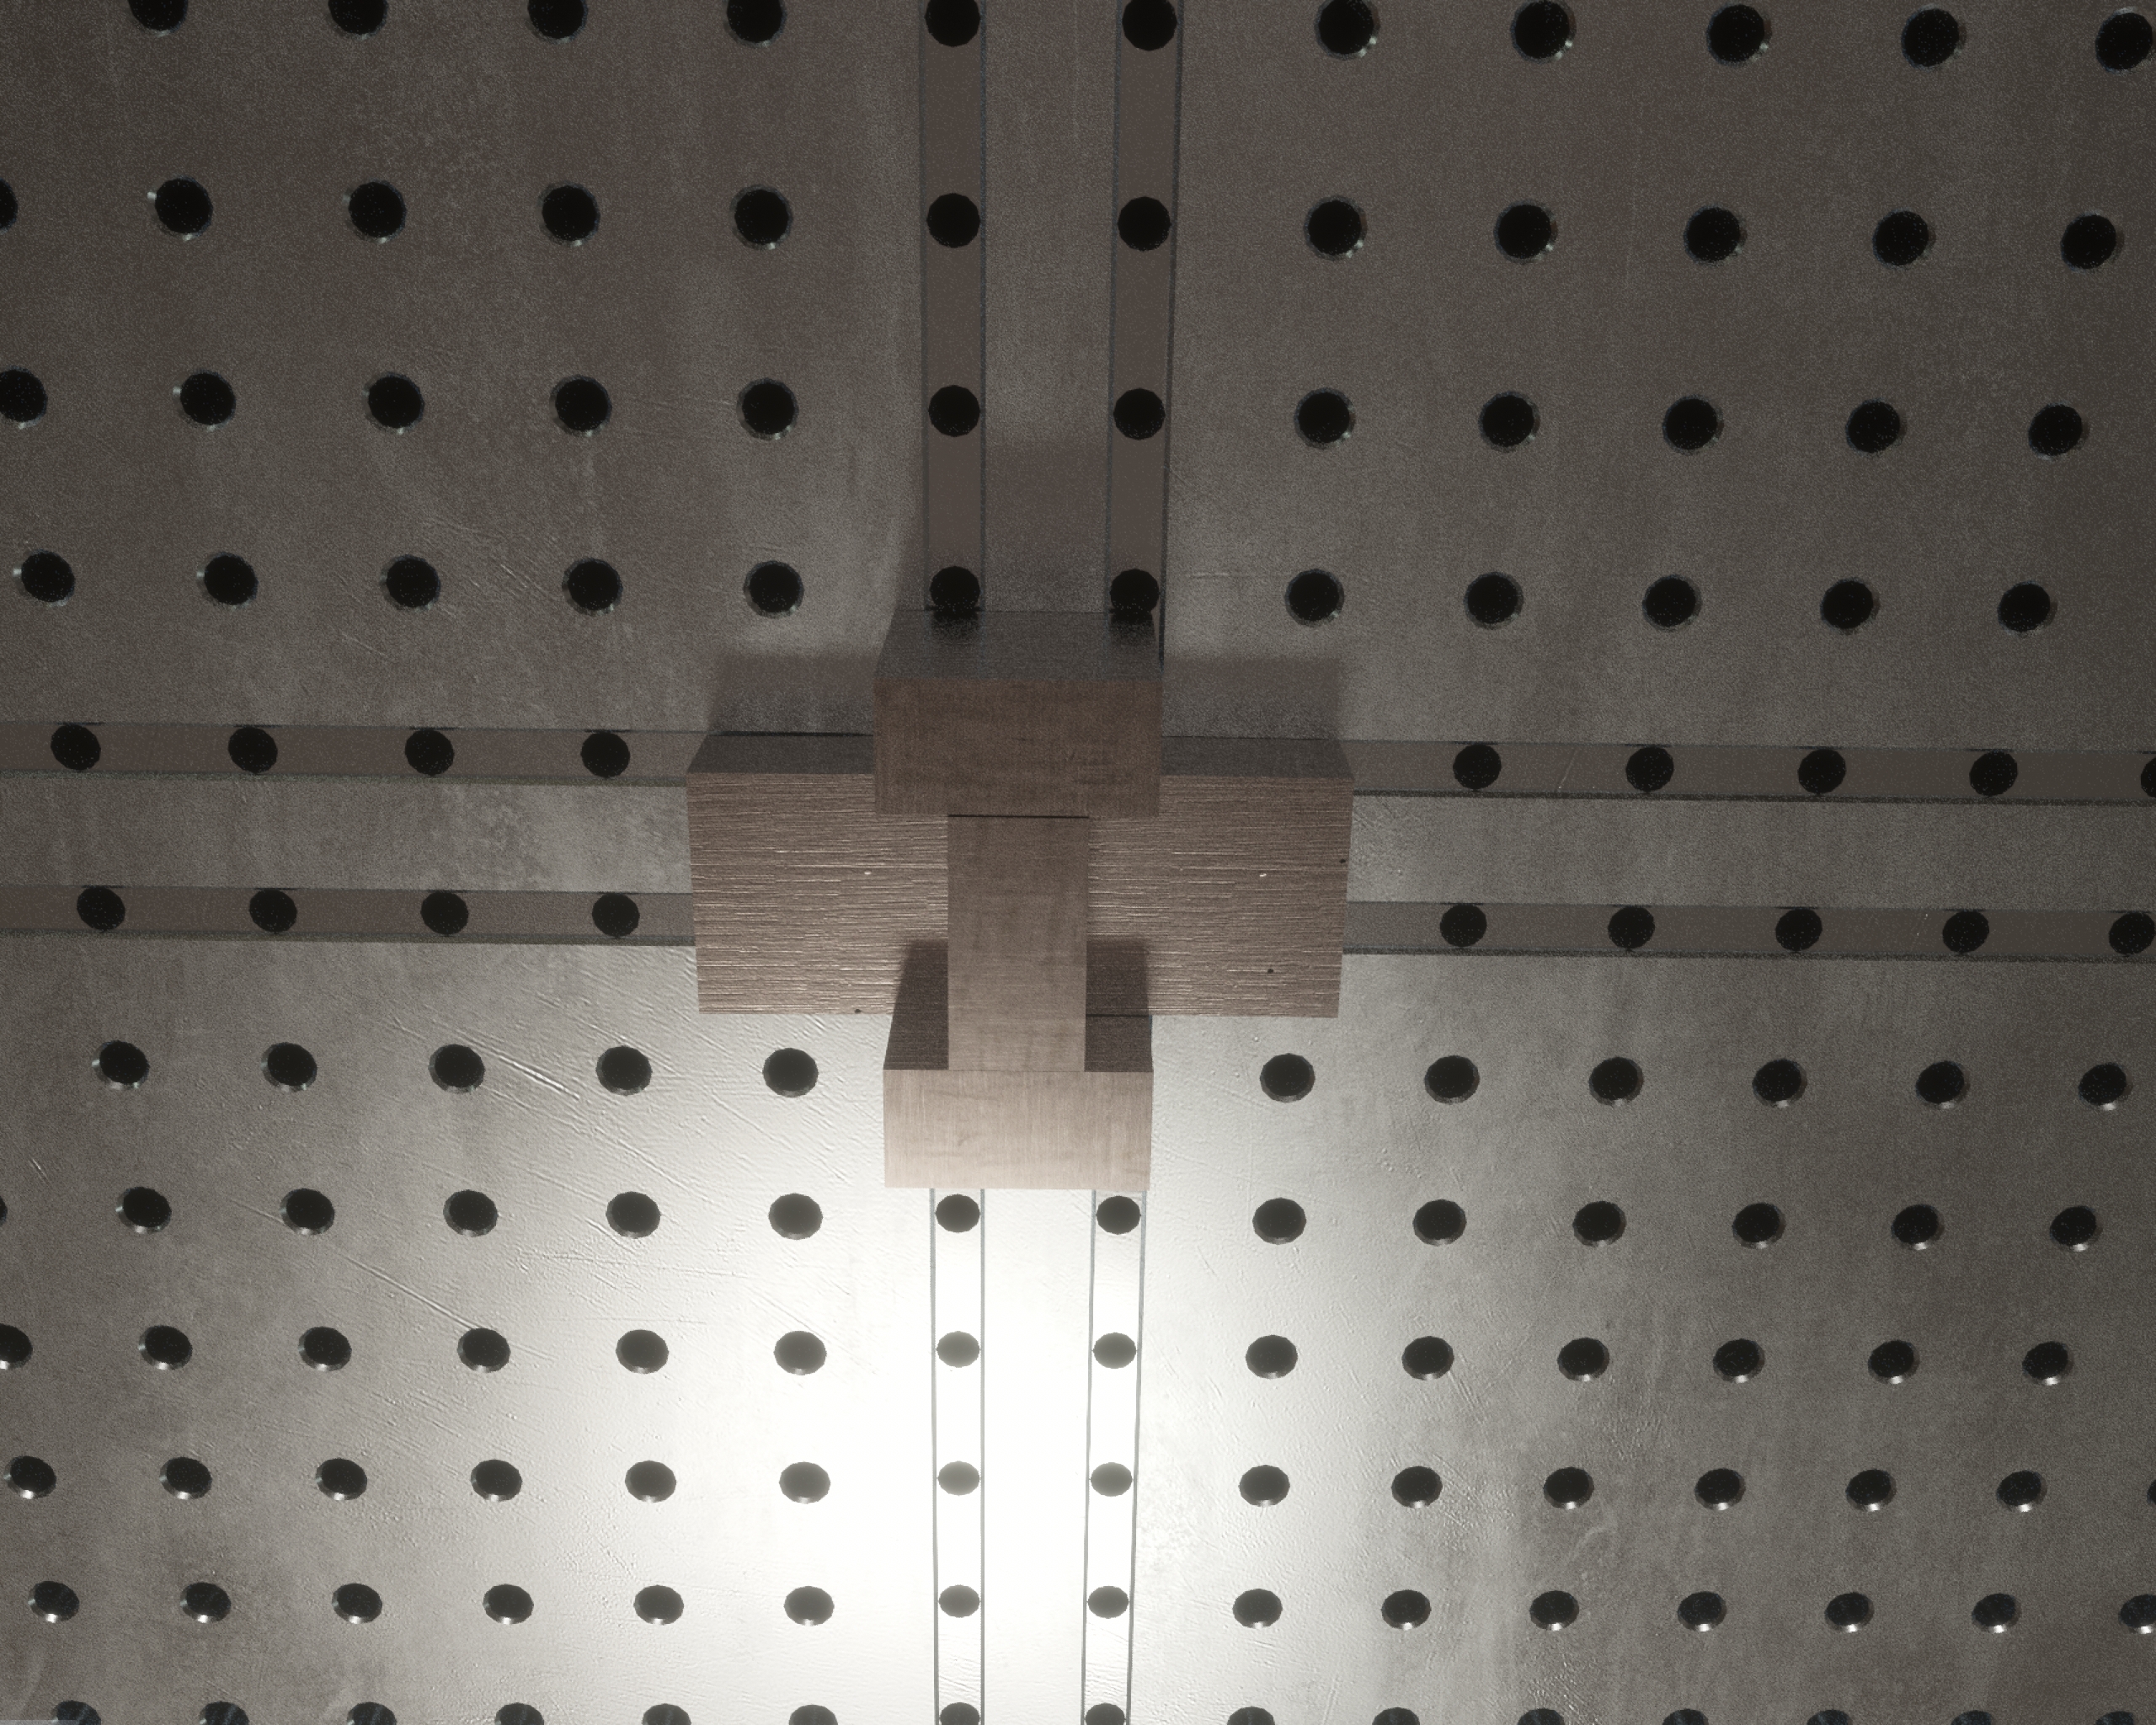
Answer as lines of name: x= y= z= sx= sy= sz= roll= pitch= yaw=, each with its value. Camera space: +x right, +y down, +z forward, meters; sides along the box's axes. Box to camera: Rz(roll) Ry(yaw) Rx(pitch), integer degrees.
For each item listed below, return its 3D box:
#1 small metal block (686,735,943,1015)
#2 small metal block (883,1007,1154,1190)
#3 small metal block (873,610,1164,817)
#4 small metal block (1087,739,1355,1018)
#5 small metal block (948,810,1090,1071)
small metal block: x=-0.049 y=0.002 z=0.413 sx=0.050 sy=0.025 sz=0.050 roll=0 pitch=110 yaw=-1
small metal block: x=-0.011 y=0.042 z=0.415 sx=0.050 sy=0.050 sz=0.025 roll=1 pitch=110 yaw=-1
small metal block: x=-0.011 y=-0.029 z=0.389 sx=0.050 sy=0.050 sz=0.025 roll=1 pitch=110 yaw=-1
small metal block: x=0.027 y=0.003 z=0.414 sx=0.050 sy=0.025 sz=0.050 roll=1 pitch=110 yaw=-1
small metal block: x=-0.011 y=0.007 z=0.402 sx=0.025 sy=0.050 sz=0.050 roll=1 pitch=110 yaw=-1
